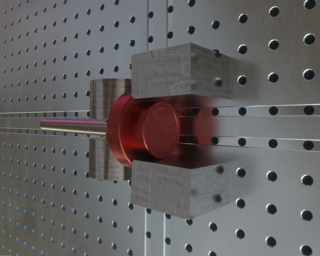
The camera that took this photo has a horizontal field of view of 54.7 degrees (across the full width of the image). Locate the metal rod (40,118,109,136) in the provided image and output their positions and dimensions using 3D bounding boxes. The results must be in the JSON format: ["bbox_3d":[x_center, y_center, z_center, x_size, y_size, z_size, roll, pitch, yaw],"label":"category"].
[{"bbox_3d":[-0.107,-0.001,0.483,0.300,0.025,0.025,3,92,44],"label":"metal rod"}]

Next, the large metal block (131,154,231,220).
[{"bbox_3d":[0.024,0.062,0.354,0.080,0.081,0.050,4,93,40],"label":"large metal block"}]

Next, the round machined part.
[{"bbox_3d":[-0.012,0.002,0.371,0.042,0.099,0.097,1,91,40],"label":"round machined part"}]

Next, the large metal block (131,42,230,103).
[{"bbox_3d":[0.025,-0.058,0.354,0.080,0.081,0.050,0,90,40],"label":"large metal block"}]

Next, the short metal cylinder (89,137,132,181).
[{"bbox_3d":[-0.054,0.038,0.418,0.080,0.081,0.050,2,92,40],"label":"short metal cylinder"}]

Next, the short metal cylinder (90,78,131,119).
[{"bbox_3d":[-0.053,-0.037,0.418,0.080,0.081,0.050,1,91,40],"label":"short metal cylinder"}]
